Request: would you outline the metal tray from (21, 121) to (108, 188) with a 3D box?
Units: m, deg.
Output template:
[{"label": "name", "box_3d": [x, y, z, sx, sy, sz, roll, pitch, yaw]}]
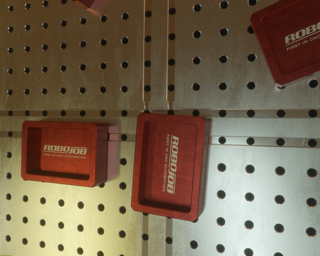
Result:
[{"label": "metal tray", "box_3d": [-0.144, 0.036, 0.461, 0.130, 0.030, 0.090, 2, 91, 20]}]

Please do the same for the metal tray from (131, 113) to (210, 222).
[{"label": "metal tray", "box_3d": [0.013, 0.048, 0.405, 0.090, 0.030, 0.129, 5, 92, 20]}]

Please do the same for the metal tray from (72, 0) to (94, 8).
[{"label": "metal tray", "box_3d": [-0.105, -0.254, 0.447, 0.090, 0.030, 0.130, 44, 103, 14]}]

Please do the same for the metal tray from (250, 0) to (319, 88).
[{"label": "metal tray", "box_3d": [0.179, -0.111, 0.346, 0.130, 0.030, 0.090, -21, 83, 18]}]
